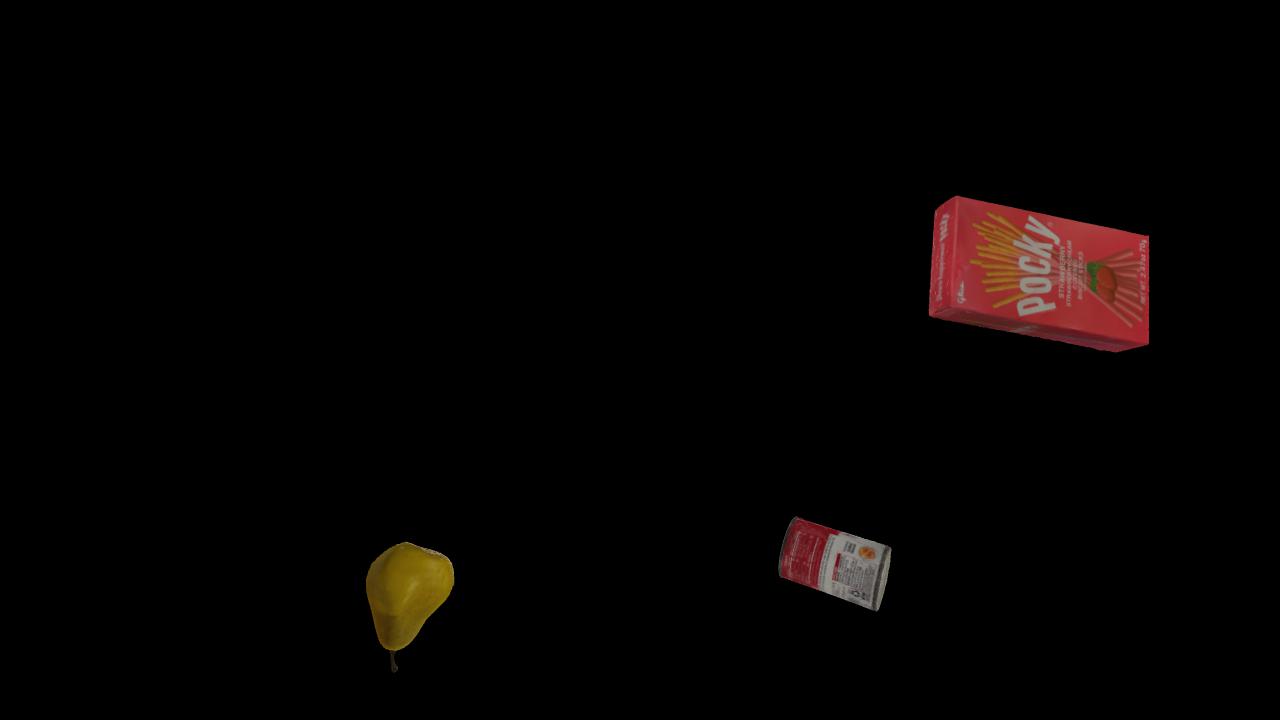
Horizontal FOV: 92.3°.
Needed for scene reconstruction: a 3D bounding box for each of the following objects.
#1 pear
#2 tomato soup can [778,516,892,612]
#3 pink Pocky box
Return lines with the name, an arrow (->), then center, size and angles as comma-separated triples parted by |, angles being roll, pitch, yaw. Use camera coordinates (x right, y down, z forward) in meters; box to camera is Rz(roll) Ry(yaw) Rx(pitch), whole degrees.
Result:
pear -> -0.229, 0.234, 0.587 | 0.080, 0.111, 0.080 | 18, -20, 7
tomato soup can -> 0.205, 0.213, 0.647 | 0.101, 0.068, 0.068 | 11, 6, 30
pink Pocky box -> 0.285, -0.060, 0.439 | 0.155, 0.084, 0.029 | 10, -11, -6
